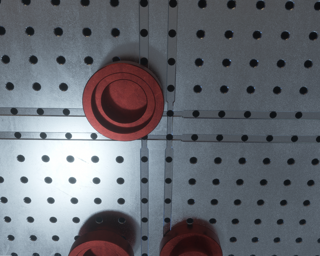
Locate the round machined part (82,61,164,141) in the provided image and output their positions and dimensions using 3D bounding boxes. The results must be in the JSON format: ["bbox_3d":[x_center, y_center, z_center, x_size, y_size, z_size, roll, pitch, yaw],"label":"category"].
[{"bbox_3d":[-0.044,-0.036,0.391,0.099,0.042,0.097,0,110,0],"label":"round machined part"}]

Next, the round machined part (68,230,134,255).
[{"bbox_3d":[-0.089,0.197,0.476,0.099,0.042,0.097,0,110,0],"label":"round machined part"}]

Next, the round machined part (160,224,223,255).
[{"bbox_3d":[0.048,0.202,0.479,0.099,0.042,0.097,0,110,0],"label":"round machined part"}]
